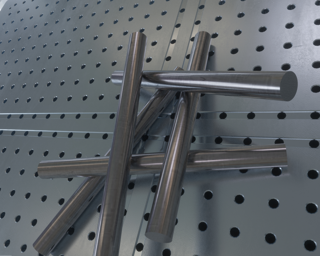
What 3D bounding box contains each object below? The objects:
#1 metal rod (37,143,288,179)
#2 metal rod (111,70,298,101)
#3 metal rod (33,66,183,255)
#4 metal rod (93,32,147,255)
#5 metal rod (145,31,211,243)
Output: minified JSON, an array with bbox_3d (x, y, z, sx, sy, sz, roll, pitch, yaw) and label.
[{"bbox_3d":[-0.012,0.042,0.367,0.301,0.025,0.025,-5,59,17],"label":"metal rod"},{"bbox_3d":[0.020,-0.057,0.375,0.299,0.025,0.025,15,68,53],"label":"metal rod"},{"bbox_3d":[-0.060,0.038,0.417,0.025,0.025,0.300,31,79,38],"label":"metal rod"},{"bbox_3d":[-0.042,0.007,0.367,0.025,0.025,0.300,-8,60,24],"label":"metal rod"},{"bbox_3d":[0.031,-0.017,0.367,0.025,0.025,0.300,-5,48,26],"label":"metal rod"}]
